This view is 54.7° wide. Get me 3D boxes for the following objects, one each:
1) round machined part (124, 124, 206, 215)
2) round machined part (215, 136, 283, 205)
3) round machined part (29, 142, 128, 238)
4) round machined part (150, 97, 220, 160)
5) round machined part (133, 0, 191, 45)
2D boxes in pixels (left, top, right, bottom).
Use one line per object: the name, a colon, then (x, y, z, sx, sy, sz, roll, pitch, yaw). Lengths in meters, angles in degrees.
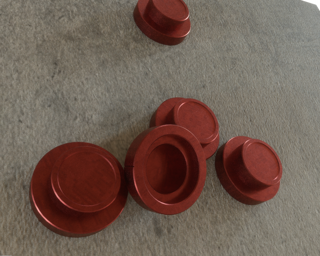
round machined part: (0.002, 0.046, 0.353, 0.099, 0.042, 0.097, 4, 83, -34)
round machined part: (0.130, 0.054, 0.432, 0.099, 0.042, 0.098, 14, 56, -21)
round machined part: (-0.078, 0.057, 0.317, 0.099, 0.042, 0.098, 14, 56, -21)
round machined part: (0.039, -0.001, 0.416, 0.099, 0.042, 0.098, 14, 56, -21)
round machined part: (0.009, -0.189, 0.515, 0.099, 0.042, 0.098, 14, 56, -21)
